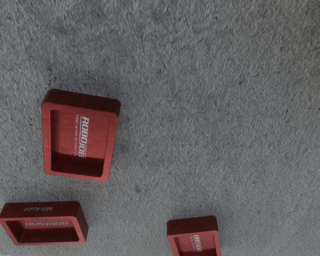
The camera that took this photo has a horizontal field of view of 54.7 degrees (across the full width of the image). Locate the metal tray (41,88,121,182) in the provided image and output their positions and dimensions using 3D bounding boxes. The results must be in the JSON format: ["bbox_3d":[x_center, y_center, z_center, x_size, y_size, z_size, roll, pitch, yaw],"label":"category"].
[{"bbox_3d":[-0.106,0.015,0.415,0.091,0.030,0.129,9,130,-8],"label":"metal tray"}]

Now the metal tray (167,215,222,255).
[{"bbox_3d":[0.069,0.221,0.592,0.090,0.030,0.129,-9,130,7],"label":"metal tray"}]

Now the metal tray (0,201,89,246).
[{"bbox_3d":[-0.201,0.169,0.545,0.131,0.030,0.089,-2,130,1],"label":"metal tray"}]
